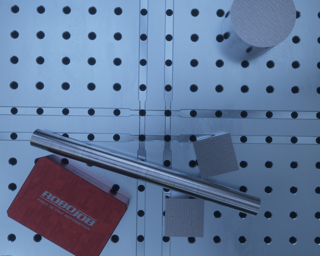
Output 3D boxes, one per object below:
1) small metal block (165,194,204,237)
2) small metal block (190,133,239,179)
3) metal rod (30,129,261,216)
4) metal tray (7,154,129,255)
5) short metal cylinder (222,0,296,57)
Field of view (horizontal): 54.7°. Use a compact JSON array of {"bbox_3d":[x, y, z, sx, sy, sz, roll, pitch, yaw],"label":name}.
[{"bbox_3d":[0.032,0.116,0.414,0.050,0.025,0.050,1,90,-1],"label":"small metal block"},{"bbox_3d":[0.073,0.036,0.414,0.050,0.025,0.050,-14,90,-1],"label":"small metal block"},{"bbox_3d":[-0.021,0.056,0.402,0.301,0.025,0.025,17,90,4],"label":"metal rod"},{"bbox_3d":[-0.119,0.105,0.409,0.130,0.030,0.090,31,90,-1],"label":"metal tray"},{"bbox_3d":[0.126,-0.138,0.403,0.081,0.050,0.079,0,90,-1],"label":"short metal cylinder"}]
